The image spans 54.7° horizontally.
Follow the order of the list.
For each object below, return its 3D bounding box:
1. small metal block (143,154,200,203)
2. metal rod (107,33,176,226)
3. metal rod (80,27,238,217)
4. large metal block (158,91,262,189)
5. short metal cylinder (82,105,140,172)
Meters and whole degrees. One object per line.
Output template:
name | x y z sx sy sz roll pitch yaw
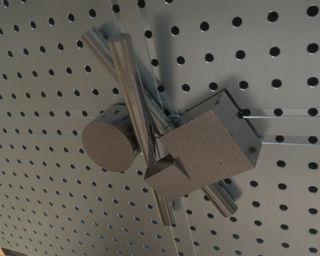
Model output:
small metal block | 0.016 0.063 0.396 0.050 0.025 0.050 -33 115 30
metal rod | -0.015 0.026 0.405 0.025 0.025 0.298 6 129 25
metal rod | 0.004 -0.001 0.403 0.025 0.025 0.300 -32 102 38
large metal block | 0.060 0.016 0.368 0.080 0.050 0.080 -30 102 38
short metal cylinder | -0.060 0.014 0.431 0.080 0.050 0.079 13 124 20
